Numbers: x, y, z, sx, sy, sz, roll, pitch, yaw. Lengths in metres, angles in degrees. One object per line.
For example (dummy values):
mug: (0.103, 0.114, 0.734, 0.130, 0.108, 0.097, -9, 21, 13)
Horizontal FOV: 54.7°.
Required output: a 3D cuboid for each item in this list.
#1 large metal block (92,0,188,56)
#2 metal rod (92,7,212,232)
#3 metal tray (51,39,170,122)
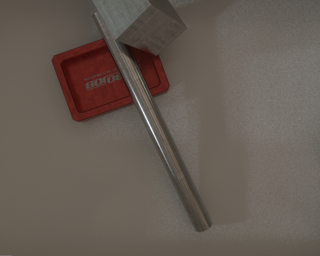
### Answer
large metal block: (-0.026, -0.135, 0.345, 0.050, 0.080, 0.080, -38, 73, 25)
metal rod: (-0.005, -0.002, 0.387, 0.025, 0.025, 0.299, -25, 100, 0)
metal tray: (-0.063, -0.070, 0.407, 0.131, 0.030, 0.090, -20, 90, -1)
